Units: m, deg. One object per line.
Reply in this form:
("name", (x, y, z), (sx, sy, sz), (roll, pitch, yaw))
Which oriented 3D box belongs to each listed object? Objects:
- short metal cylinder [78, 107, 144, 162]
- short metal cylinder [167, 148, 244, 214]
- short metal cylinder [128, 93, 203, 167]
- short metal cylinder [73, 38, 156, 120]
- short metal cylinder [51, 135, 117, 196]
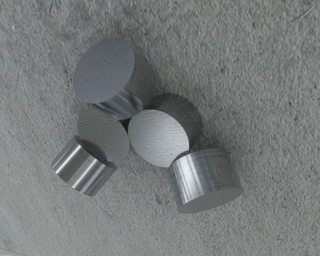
("short metal cylinder", (-0.064, 0.000, 0.425), (0.080, 0.050, 0.079), (13, 124, 21))
("short metal cylinder", (0.054, 0.066, 0.377), (0.080, 0.081, 0.050), (-43, 52, 39))
("short metal cylinder", (0.007, 0.002, 0.389), (0.080, 0.050, 0.079), (13, 124, 21))
("short metal cylinder", (-0.052, -0.055, 0.358), (0.080, 0.080, 0.050), (2, 162, 27))
("short metal cylinder", (-0.110, 0.055, 0.457), (0.080, 0.080, 0.050), (39, 89, 1))
